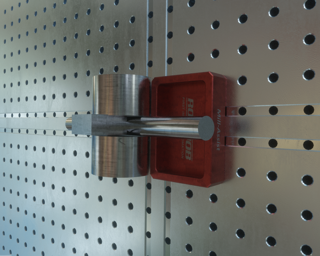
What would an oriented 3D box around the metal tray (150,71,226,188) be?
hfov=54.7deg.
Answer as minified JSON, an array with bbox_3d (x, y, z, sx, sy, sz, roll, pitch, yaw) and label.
[{"bbox_3d":[0.032,0.001,0.379,0.090,0.030,0.129,2,91,40],"label":"metal tray"}]

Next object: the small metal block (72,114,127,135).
[{"bbox_3d":[-0.078,-0.004,0.395,0.050,0.050,0.025,1,91,48],"label":"small metal block"}]

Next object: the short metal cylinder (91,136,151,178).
[{"bbox_3d":[-0.051,0.035,0.415,0.080,0.081,0.050,2,92,40],"label":"short metal cylinder"}]

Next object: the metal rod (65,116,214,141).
[{"bbox_3d":[-0.053,-0.003,0.422,0.300,0.025,0.025,2,92,49],"label":"metal rod"}]

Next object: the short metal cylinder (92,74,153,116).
[{"bbox_3d":[-0.049,-0.041,0.412,0.080,0.081,0.050,1,91,40],"label":"short metal cylinder"}]
